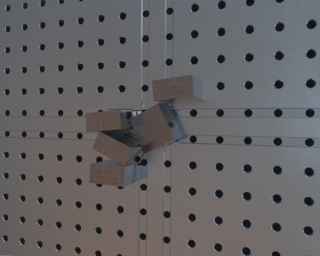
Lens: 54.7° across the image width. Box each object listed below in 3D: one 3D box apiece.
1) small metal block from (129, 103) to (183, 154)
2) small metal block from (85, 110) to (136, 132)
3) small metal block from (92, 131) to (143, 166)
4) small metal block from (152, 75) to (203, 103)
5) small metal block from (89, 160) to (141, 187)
[{"bbox_3d":[-0.005,0.000,0.408,0.050,0.025,0.050,-28,81,30],"label":"small metal block"},{"bbox_3d":[-0.065,-0.009,0.421,0.050,0.050,0.025,-5,89,19],"label":"small metal block"},{"bbox_3d":[-0.053,0.025,0.417,0.050,0.050,0.025,26,99,18],"label":"small metal block"},{"bbox_3d":[0.023,-0.047,0.391,0.050,0.050,0.025,-5,88,19],"label":"small metal block"},{"bbox_3d":[-0.060,0.060,0.419,0.050,0.050,0.025,3,91,19],"label":"small metal block"}]
